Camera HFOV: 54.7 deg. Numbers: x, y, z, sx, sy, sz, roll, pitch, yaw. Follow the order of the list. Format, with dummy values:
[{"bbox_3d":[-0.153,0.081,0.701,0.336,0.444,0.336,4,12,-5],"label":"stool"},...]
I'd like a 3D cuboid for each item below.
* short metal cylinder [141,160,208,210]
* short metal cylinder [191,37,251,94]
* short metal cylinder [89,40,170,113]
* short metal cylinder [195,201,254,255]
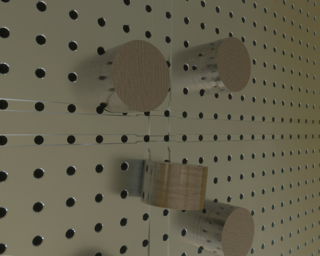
[{"bbox_3d":[0.018,0.069,0.388,0.081,0.080,0.050,10,84,-40],"label":"short metal cylinder"},{"bbox_3d":[0.093,-0.093,0.470,0.081,0.050,0.079,0,90,-40],"label":"short metal cylinder"},{"bbox_3d":[-0.035,-0.058,0.363,0.081,0.050,0.079,0,90,-40],"label":"short metal cylinder"},{"bbox_3d":[0.101,0.158,0.477,0.081,0.050,0.079,0,90,-40],"label":"short metal cylinder"}]
